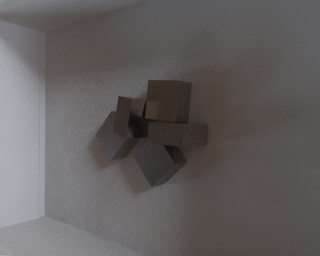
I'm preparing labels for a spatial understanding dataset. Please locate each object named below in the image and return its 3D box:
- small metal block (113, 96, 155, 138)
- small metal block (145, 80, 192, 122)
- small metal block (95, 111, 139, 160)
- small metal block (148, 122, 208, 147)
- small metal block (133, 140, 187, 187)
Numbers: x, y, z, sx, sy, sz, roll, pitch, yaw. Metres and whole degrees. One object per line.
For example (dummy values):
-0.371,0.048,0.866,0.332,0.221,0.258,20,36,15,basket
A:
-0.032,-0.014,0.412,0.025,0.050,0.050,16,100,38,small metal block
0.010,-0.035,0.394,0.050,0.025,0.050,8,95,39,small metal block
-0.062,0.011,0.453,0.050,0.025,0.050,-52,60,27,small metal block
0.022,0.007,0.368,0.050,0.050,0.025,4,93,39,small metal block
-0.001,0.040,0.403,0.050,0.025,0.050,-48,62,29,small metal block
